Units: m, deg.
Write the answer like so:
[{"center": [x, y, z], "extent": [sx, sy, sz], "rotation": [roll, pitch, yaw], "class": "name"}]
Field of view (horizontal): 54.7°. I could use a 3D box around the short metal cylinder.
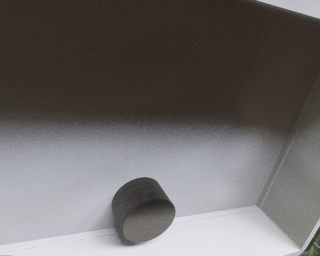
[{"center": [-0.024, 0.120, 0.455], "extent": [0.081, 0.050, 0.079], "rotation": [-14, 125, -21], "class": "short metal cylinder"}]
